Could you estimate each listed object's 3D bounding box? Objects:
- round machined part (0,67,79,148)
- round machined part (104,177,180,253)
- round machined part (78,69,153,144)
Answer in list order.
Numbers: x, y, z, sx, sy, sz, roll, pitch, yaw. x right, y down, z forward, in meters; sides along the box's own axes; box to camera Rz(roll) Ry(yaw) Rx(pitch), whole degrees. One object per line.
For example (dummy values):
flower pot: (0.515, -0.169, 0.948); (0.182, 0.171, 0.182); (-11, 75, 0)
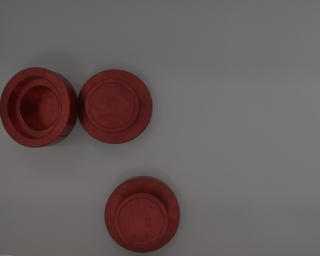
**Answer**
round machined part: (-0.147, -0.025, 0.394); (0.098, 0.042, 0.097); (0, 90, 14)
round machined part: (-0.023, 0.114, 0.403); (0.099, 0.042, 0.097); (0, 90, 0)
round machined part: (-0.059, -0.028, 0.402); (0.099, 0.042, 0.097); (0, 90, 0)
